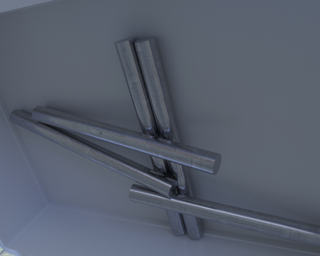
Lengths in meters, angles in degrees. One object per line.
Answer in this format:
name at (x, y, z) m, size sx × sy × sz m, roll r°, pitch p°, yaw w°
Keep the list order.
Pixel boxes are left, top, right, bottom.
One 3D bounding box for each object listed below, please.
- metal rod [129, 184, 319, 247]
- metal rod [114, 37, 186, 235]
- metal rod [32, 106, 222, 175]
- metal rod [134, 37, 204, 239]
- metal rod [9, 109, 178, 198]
metal rod at (0.103, 0.116, 0.401) m, size 0.301 × 0.025 × 0.025 m, roll 10°, pitch 123°, yaw 16°
metal rod at (-0.005, 0.028, 0.423) m, size 0.025 × 0.025 × 0.298 m, roll -1°, pitch 118°, yaw 28°
metal rod at (-0.064, 0.009, 0.419) m, size 0.300 × 0.025 × 0.025 m, roll 14°, pitch 125°, yaw 28°
metal rod at (0.019, 0.031, 0.413) m, size 0.025 × 0.025 × 0.298 m, roll -1°, pitch 118°, yaw 28°
metal rod at (-0.113, 0.030, 0.467) m, size 0.301 × 0.025 × 0.025 m, roll 21°, pitch 127°, yaw 21°
